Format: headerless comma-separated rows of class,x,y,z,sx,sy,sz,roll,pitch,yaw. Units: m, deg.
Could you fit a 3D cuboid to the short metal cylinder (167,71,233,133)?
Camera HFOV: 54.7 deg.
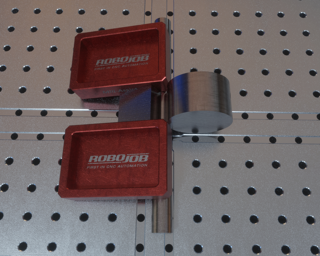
short metal cylinder,0.049,-0.029,0.390,0.081,0.080,0.050,0,70,0

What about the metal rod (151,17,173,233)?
metal rod,0.003,-0.018,0.414,0.025,0.025,0.299,0,70,0

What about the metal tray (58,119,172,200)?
metal tray,-0.052,0.040,0.376,0.131,0.030,0.090,-4,70,11

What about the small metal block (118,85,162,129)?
small metal block,-0.026,-0.024,0.405,0.050,0.025,0.050,-11,67,29

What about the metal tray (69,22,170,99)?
metal tray,-0.053,-0.091,0.423,0.131,0.030,0.090,-4,70,11
